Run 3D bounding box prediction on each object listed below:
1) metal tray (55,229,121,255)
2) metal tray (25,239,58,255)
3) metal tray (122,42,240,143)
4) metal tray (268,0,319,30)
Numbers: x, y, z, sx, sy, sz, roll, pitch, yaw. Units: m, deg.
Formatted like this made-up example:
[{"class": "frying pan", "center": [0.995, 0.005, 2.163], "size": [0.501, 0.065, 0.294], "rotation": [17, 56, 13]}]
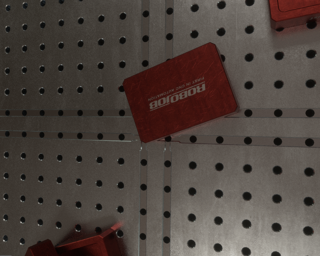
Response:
[{"class": "metal tray", "center": [-0.093, 0.220, 0.441], "size": [0.090, 0.030, 0.129], "rotation": [-21, 83, 18]}, {"class": "metal tray", "center": [-0.151, 0.234, 0.431], "size": [0.130, 0.030, 0.089], "rotation": [51, 129, 23]}, {"class": "metal tray", "center": [0.025, -0.042, 0.400], "size": [0.130, 0.030, 0.090], "rotation": [-20, 84, 18]}, {"class": "metal tray", "center": [0.187, -0.170, 0.344], "size": [0.130, 0.030, 0.089], "rotation": [-7, 88, 19]}]
